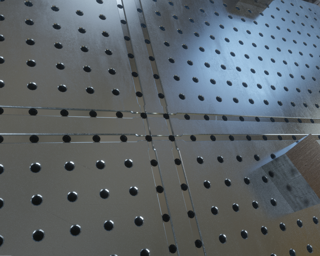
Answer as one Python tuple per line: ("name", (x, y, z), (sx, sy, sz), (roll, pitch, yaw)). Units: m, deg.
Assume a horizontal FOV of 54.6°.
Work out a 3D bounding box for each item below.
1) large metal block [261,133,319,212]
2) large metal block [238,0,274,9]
("large metal block", (0.215, 0.066, 0.467), (0.081, 0.050, 0.080), (-25, 75, -37))
("large metal block", (0.214, -0.327, 0.705), (0.081, 0.050, 0.080), (3, 60, -27))
